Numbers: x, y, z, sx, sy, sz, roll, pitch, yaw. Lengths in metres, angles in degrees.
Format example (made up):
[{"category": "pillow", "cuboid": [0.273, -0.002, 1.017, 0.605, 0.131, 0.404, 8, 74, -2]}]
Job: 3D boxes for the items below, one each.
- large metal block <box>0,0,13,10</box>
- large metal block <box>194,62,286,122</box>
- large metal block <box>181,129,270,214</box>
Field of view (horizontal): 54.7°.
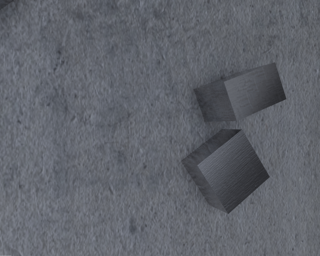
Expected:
[{"category": "large metal block", "cuboid": [-0.189, -0.169, 0.309, 0.050, 0.080, 0.080, -45, 105, -14]}, {"category": "large metal block", "cuboid": [0.105, -0.046, 0.420, 0.081, 0.080, 0.050, -22, 98, -19]}, {"category": "large metal block", "cuboid": [0.091, 0.057, 0.431, 0.080, 0.050, 0.080, -36, 102, -17]}]
